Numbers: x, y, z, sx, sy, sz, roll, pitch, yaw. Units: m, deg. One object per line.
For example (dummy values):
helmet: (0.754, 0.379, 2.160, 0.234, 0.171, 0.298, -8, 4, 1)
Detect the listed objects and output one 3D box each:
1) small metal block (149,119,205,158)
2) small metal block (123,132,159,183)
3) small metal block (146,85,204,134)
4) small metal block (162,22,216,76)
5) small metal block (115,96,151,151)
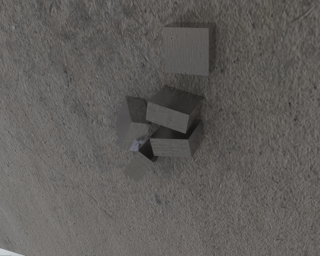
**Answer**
small metal block: (0.023, 0.012, 0.386, 0.050, 0.050, 0.025, 1, 119, 28)
small metal block: (-0.019, 0.040, 0.425, 0.025, 0.050, 0.050, 38, 129, 3)
small metal block: (0.018, -0.024, 0.367, 0.050, 0.050, 0.025, 20, 126, 17)
small metal block: (0.032, -0.086, 0.336, 0.050, 0.025, 0.050, 9, 123, 23)
small metal block: (-0.036, -0.006, 0.404, 0.025, 0.050, 0.050, 6, 133, -24)
